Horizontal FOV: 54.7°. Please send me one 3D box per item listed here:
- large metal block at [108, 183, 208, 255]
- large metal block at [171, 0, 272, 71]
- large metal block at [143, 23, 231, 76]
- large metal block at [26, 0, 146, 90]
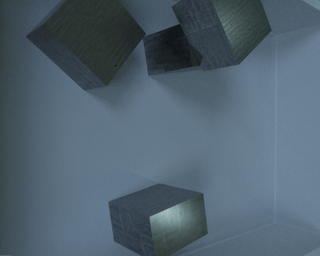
[{"bbox_3d":[-0.003,0.107,0.369,0.081,0.080,0.050,-12,98,-39],"label":"large metal block"},{"bbox_3d":[0.072,-0.122,0.346,0.080,0.050,0.080,-45,117,-31],"label":"large metal block"},{"bbox_3d":[0.037,-0.101,0.401,0.081,0.080,0.050,-14,99,-39],"label":"large metal block"},{"bbox_3d":[-0.075,-0.098,0.327,0.080,0.050,0.080,46,63,-30],"label":"large metal block"}]
